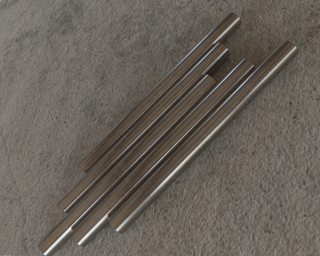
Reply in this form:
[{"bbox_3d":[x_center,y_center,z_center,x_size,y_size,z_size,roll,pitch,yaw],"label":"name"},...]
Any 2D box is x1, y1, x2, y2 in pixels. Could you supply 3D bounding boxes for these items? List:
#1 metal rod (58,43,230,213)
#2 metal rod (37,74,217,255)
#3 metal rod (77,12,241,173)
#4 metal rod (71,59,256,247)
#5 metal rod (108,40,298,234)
[{"bbox_3d":[-0.019,-0.002,0.415,0.300,0.025,0.025,-45,51,-4],"label":"metal rod"},{"bbox_3d":[-0.037,0.045,0.396,0.300,0.025,0.025,-45,51,-4],"label":"metal rod"},{"bbox_3d":[0.002,-0.050,0.434,0.300,0.025,0.025,-45,51,-4],"label":"metal rod"},{"bbox_3d":[0.007,0.028,0.383,0.300,0.025,0.025,-45,51,-4],"label":"metal rod"},{"bbox_3d":[0.054,0.008,0.371,0.300,0.025,0.025,-45,51,-4],"label":"metal rod"}]
